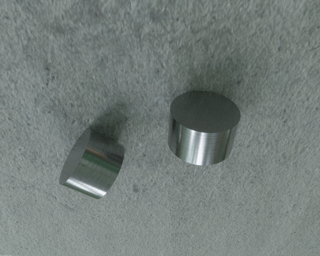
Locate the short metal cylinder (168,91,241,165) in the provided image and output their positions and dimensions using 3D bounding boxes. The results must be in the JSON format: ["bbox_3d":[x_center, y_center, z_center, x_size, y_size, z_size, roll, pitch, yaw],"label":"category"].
[{"bbox_3d":[0.051,-0.002,0.371,0.081,0.080,0.050,2,130,-2],"label":"short metal cylinder"}]

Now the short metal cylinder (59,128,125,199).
[{"bbox_3d":[-0.090,0.047,0.410,0.050,0.080,0.080,30,124,-23],"label":"short metal cylinder"}]
